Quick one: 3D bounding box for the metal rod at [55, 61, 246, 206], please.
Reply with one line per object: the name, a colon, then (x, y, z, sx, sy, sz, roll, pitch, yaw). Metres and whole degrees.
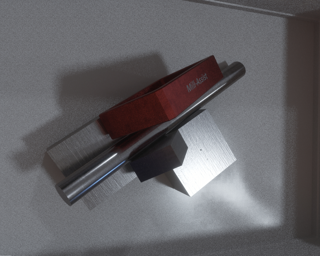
metal rod: (0.011, -0.011, 0.375, 0.302, 0.025, 0.025, -36, 102, -32)

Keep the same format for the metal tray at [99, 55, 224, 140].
metal tray: (0.006, -0.037, 0.349, 0.131, 0.090, 0.030, -40, 107, -49)

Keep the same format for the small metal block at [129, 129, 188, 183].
small metal block: (0.000, 0.030, 0.345, 0.050, 0.050, 0.025, -25, 101, 19)

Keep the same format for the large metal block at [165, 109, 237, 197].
large metal block: (0.040, 0.031, 0.412, 0.080, 0.050, 0.080, -35, 102, -17)

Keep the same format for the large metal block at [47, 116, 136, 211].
large metal block: (-0.075, 0.036, 0.367, 0.080, 0.050, 0.080, -35, 102, -17)
